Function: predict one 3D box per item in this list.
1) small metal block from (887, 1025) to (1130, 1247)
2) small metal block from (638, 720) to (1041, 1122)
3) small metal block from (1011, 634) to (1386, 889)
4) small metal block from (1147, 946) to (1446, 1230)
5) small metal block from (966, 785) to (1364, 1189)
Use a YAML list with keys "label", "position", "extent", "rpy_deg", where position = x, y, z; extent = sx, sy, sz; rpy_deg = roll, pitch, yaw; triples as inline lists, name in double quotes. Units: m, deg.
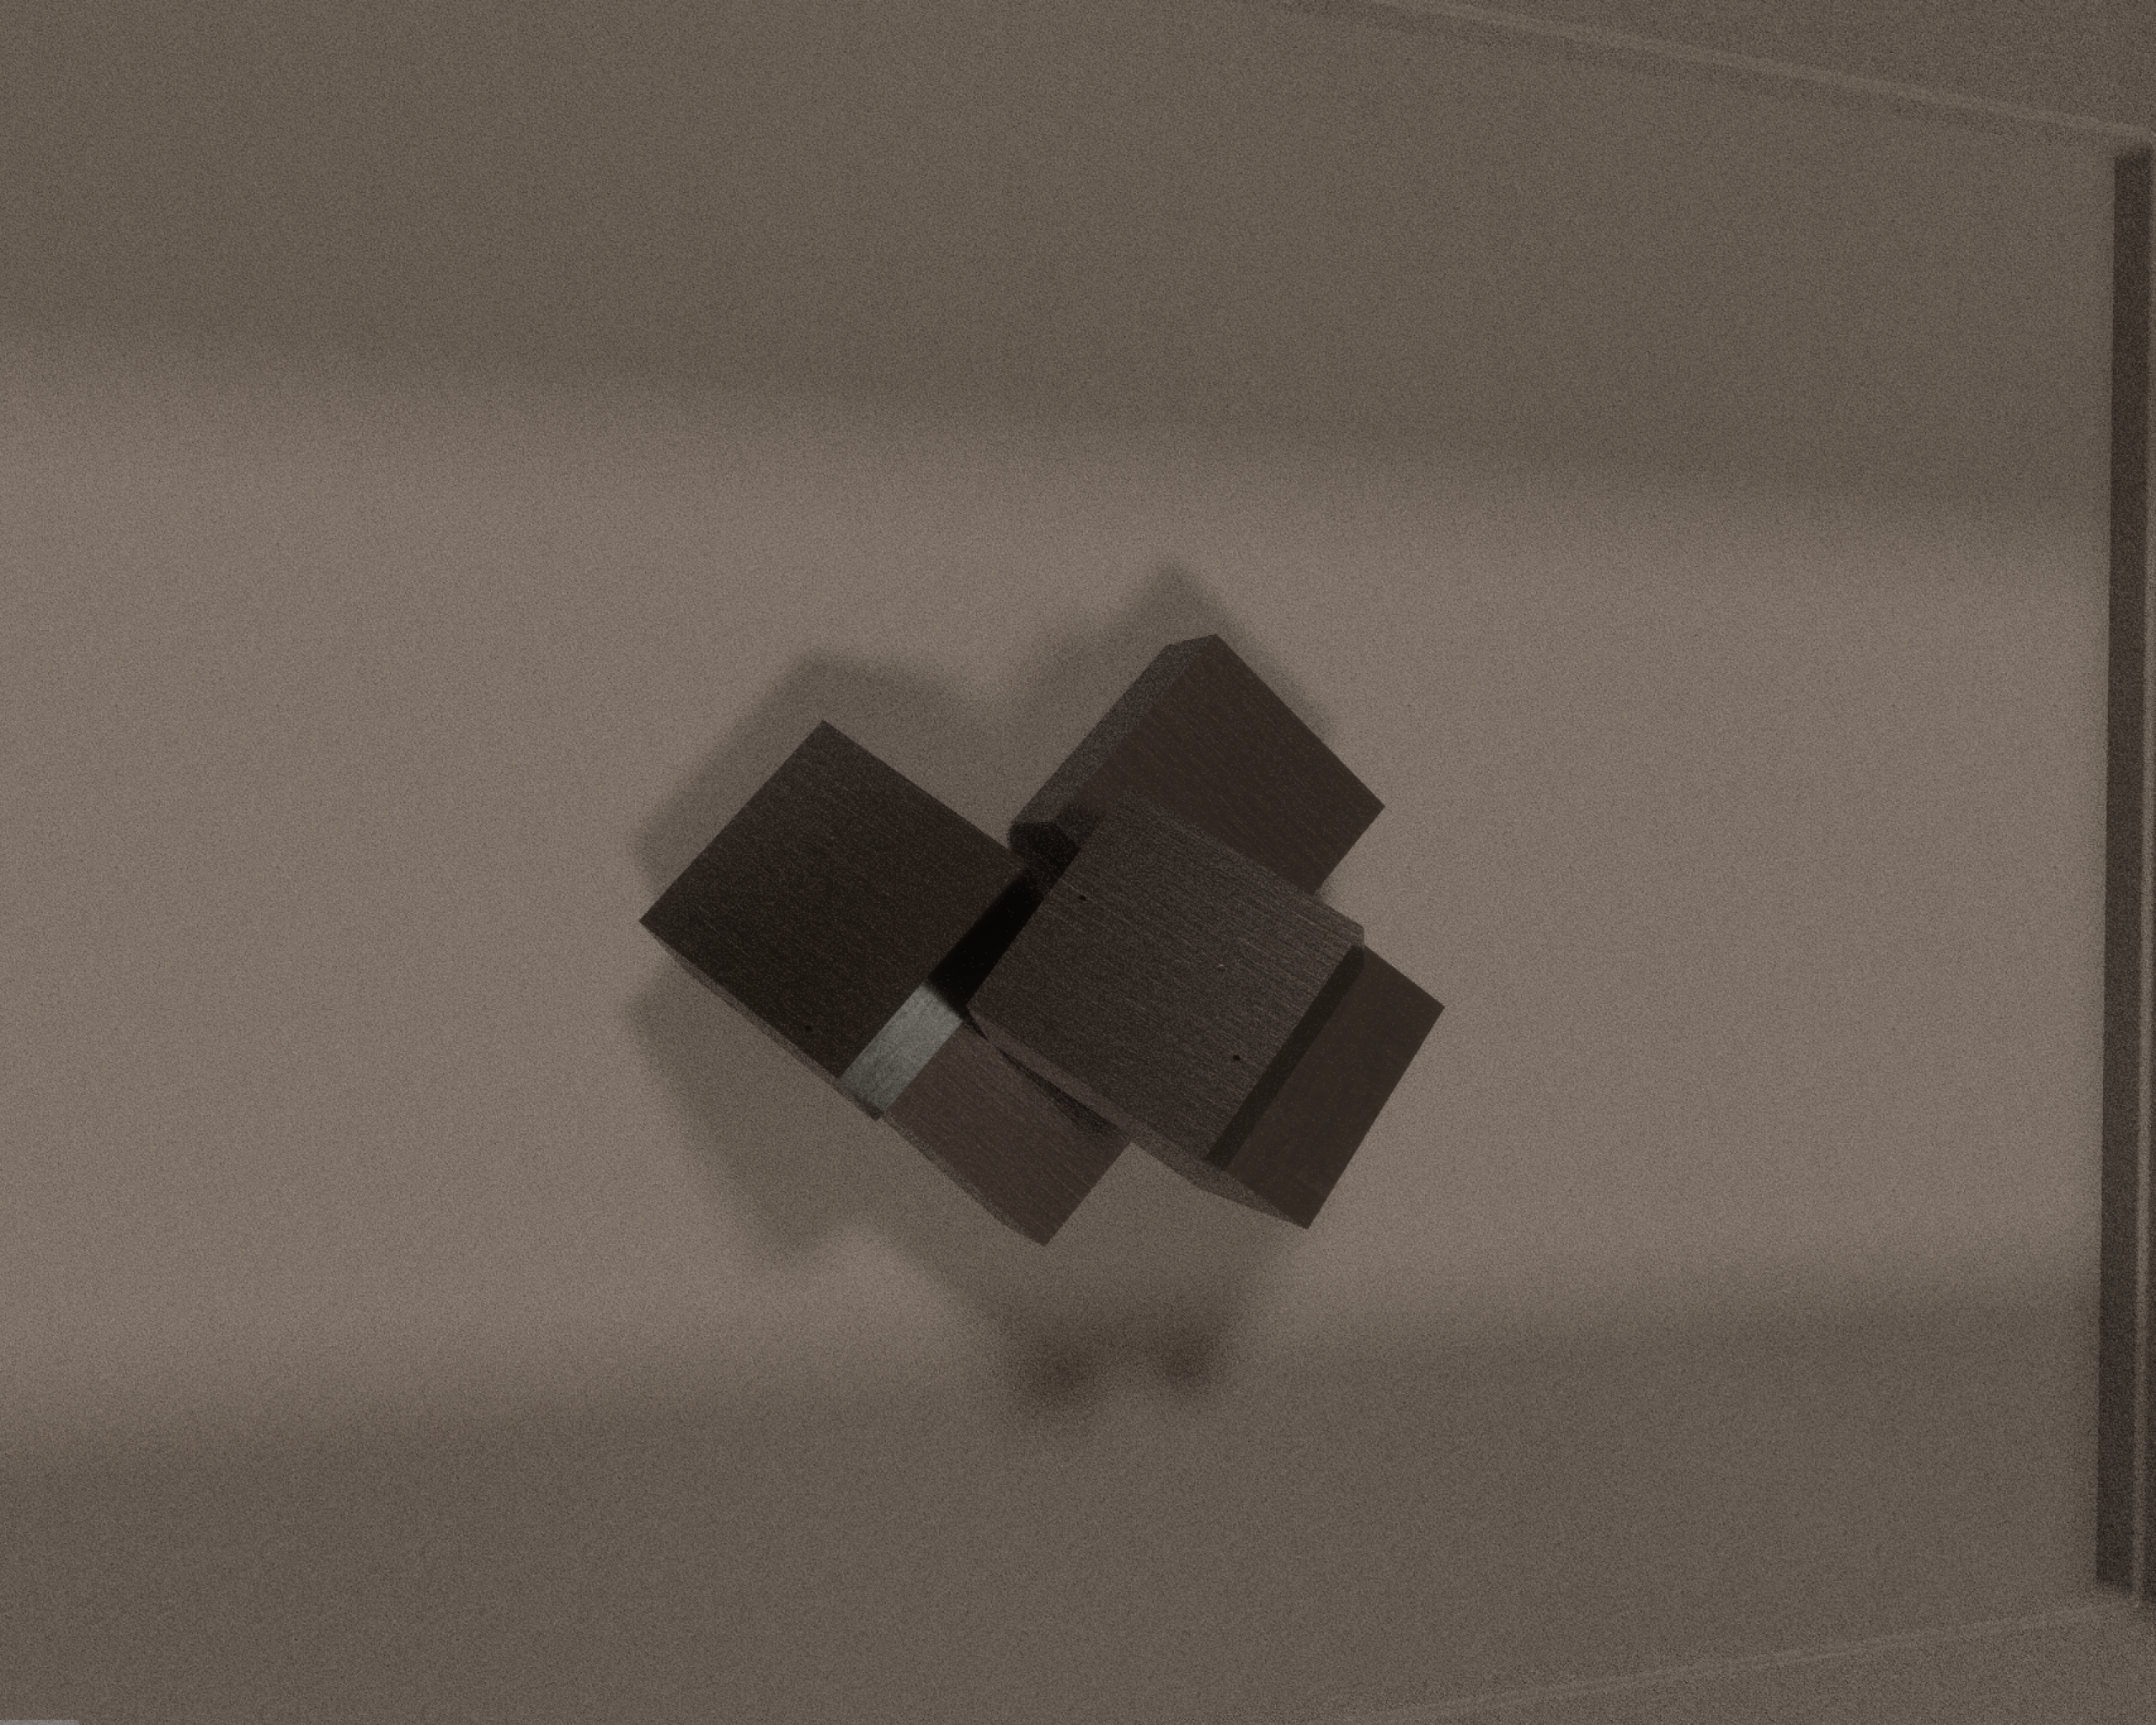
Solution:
- label: "small metal block"
  position: [-0.012, 0.038, 0.405]
  extent: [0.050, 0.025, 0.050]
  rpy_deg: [44, 76, -15]
- label: "small metal block"
  position: [-0.042, 0.010, 0.381]
  extent: [0.050, 0.025, 0.050]
  rpy_deg: [35, 76, 22]
- label: "small metal block"
  position: [0.024, -0.010, 0.419]
  extent: [0.050, 0.025, 0.050]
  rpy_deg: [44, 76, -15]
- label: "small metal block"
  position: [0.038, 0.040, 0.411]
  extent: [0.025, 0.050, 0.050]
  rpy_deg: [37, 78, -17]
- label: "small metal block"
  position: [0.017, 0.022, 0.377]
  extent: [0.050, 0.025, 0.050]
  rpy_deg: [32, 77, 17]
